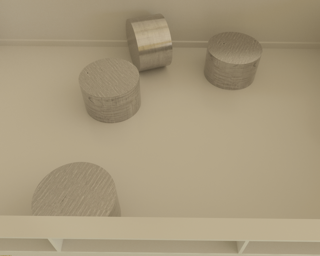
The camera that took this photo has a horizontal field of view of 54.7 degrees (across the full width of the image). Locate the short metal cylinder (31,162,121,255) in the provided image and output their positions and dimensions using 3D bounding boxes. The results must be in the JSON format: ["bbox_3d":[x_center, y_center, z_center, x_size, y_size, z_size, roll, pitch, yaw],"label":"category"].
[{"bbox_3d":[-0.083,0.082,0.319,0.080,0.050,0.080,0,50,0],"label":"short metal cylinder"}]

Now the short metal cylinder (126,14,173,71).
[{"bbox_3d":[-0.018,-0.132,0.480,0.050,0.080,0.080,-15,52,-12],"label":"short metal cylinder"}]

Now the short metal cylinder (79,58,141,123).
[{"bbox_3d":[-0.068,-0.053,0.433,0.080,0.050,0.080,0,50,0],"label":"short metal cylinder"}]

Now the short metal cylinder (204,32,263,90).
[{"bbox_3d":[0.111,-0.104,0.477,0.080,0.050,0.080,0,50,0],"label":"short metal cylinder"}]
